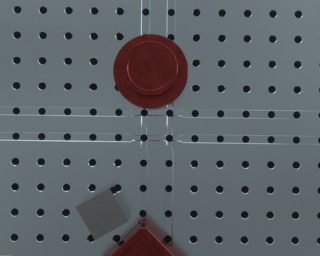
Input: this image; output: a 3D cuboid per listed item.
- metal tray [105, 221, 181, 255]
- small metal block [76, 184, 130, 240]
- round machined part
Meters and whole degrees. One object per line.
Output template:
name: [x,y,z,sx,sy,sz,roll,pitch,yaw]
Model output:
metal tray: [-0.008,0.201,0.410,0.090,0.030,0.130,-44,90,0]
small metal block: [-0.075,0.111,0.413,0.050,0.025,0.050,-30,90,0]
round machined part: [-0.012,-0.075,0.405,0.099,0.042,0.097,0,90,0]
